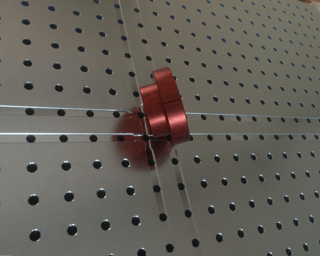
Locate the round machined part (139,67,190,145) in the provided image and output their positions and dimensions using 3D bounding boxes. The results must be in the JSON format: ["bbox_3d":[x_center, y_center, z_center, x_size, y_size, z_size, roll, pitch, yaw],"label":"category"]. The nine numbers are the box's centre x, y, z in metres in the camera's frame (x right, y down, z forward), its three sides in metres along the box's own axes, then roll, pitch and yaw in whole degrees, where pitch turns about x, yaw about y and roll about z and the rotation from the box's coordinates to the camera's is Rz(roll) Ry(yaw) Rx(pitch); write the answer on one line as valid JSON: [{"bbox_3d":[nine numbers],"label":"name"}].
[{"bbox_3d":[0.003,-0.024,0.391,0.042,0.098,0.098,-16,67,-1],"label":"round machined part"}]
